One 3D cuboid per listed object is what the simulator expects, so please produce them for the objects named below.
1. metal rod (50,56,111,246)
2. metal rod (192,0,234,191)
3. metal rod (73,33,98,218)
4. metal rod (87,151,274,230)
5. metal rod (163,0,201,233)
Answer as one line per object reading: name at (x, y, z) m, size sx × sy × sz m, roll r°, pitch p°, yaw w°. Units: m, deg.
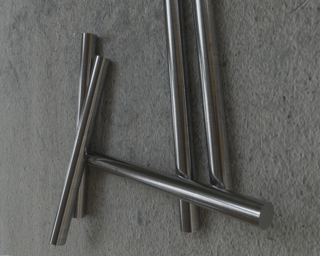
metal rod at (-0.125, 0.036, 0.484) m, size 0.025 × 0.025 × 0.298 m, roll 16°, pitch 93°, yaw 39°
metal rod at (0.056, -0.078, 0.358) m, size 0.025 × 0.025 × 0.298 m, roll -9°, pitch 84°, yaw 40°
metal rod at (-0.125, -0.002, 0.508) m, size 0.025 × 0.025 × 0.298 m, roll 8°, pitch 95°, yaw 40°
metal rod at (-0.006, 0.063, 0.381) m, size 0.300 × 0.025 × 0.025 m, roll 8°, pitch 95°, yaw 48°
metal rod at (0.026, -0.026, 0.383) m, size 0.025 × 0.025 × 0.298 m, roll -7°, pitch 85°, yaw 40°
